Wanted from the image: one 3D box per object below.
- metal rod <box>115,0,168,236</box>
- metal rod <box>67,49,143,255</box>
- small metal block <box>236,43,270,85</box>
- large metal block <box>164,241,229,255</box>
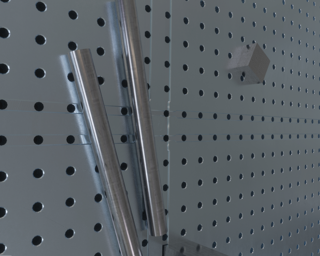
[{"bbox_3d":[-0.022,-0.010,0.390,0.025,0.025,0.298,-13,99,-39],"label":"metal rod"},{"bbox_3d":[-0.056,0.060,0.362,0.025,0.025,0.298,-21,104,-38],"label":"metal rod"},{"bbox_3d":[0.166,-0.113,0.548,0.050,0.025,0.050,38,67,-34],"label":"small metal block"},{"bbox_3d":[0.048,0.206,0.415,0.050,0.080,0.080,6,86,-40],"label":"large metal block"}]
